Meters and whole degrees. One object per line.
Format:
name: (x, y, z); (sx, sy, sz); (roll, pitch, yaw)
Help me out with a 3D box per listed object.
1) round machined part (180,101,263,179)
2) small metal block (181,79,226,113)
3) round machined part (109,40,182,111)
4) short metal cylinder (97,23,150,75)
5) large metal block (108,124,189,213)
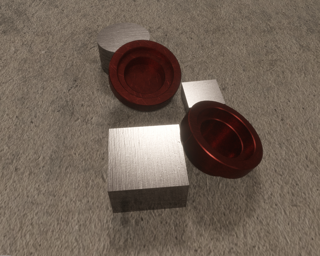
round machined part: (0.067, 0.018, 0.363); (0.099, 0.042, 0.098); (17, 45, -18)
small metal block: (0.060, -0.041, 0.438); (0.050, 0.025, 0.050); (-6, 50, -6)
round machined part: (-0.023, -0.070, 0.435); (0.099, 0.042, 0.098); (3, 74, -10)
short metal cylinder: (-0.056, -0.123, 0.489); (0.081, 0.050, 0.080); (0, 50, 0)
large metal block: (-0.015, 0.045, 0.349); (0.081, 0.050, 0.080); (-4, 50, -4)
